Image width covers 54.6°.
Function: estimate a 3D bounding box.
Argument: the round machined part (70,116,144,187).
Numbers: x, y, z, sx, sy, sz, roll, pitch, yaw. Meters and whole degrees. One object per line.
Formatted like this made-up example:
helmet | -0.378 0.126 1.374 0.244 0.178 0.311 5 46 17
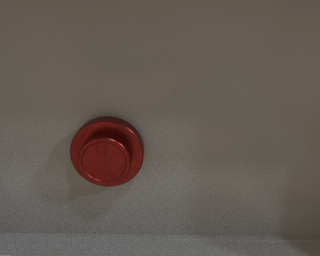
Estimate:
round machined part | -0.072 0.037 0.415 0.099 0.042 0.097 0 110 0
